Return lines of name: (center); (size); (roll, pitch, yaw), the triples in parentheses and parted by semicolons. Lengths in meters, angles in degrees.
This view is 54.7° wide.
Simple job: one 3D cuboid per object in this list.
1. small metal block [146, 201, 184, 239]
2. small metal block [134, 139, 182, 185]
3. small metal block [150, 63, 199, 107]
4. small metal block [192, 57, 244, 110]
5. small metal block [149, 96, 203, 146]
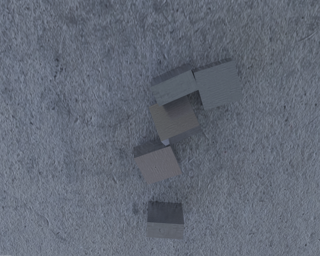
small metal block: (0.007, 0.131, 0.445); (0.050, 0.050, 0.025); (5, 110, -2)
small metal block: (-0.003, 0.044, 0.421); (0.050, 0.025, 0.050); (-19, 121, 7)
small metal block: (0.017, -0.054, 0.377); (0.050, 0.050, 0.025); (-23, 109, 8)
small metal block: (0.072, -0.056, 0.390); (0.050, 0.025, 0.050); (-17, 109, 6)
small metal block: (0.020, -0.011, 0.391); (0.050, 0.025, 0.050); (-23, 67, 8)
